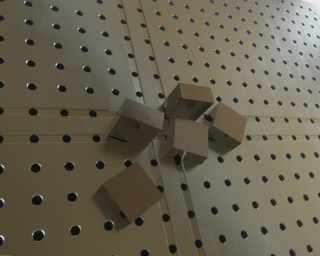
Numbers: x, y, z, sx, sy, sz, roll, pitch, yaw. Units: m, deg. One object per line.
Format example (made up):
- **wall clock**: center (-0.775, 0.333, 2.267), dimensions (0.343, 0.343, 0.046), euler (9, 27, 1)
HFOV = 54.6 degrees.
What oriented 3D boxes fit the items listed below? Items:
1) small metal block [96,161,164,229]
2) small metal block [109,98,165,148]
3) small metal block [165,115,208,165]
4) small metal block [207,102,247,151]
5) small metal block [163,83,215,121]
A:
- **small metal block**: center (-0.033, 0.073, 0.345), dimensions (0.050, 0.025, 0.050), euler (-32, 80, -38)
- **small metal block**: center (-0.029, -0.005, 0.379), dimensions (0.050, 0.050, 0.025), euler (21, 54, -16)
- **small metal block**: center (0.037, 0.016, 0.417), dimensions (0.050, 0.025, 0.050), euler (18, 55, -18)
- **small metal block**: center (0.098, -0.003, 0.462), dimensions (0.050, 0.025, 0.050), euler (31, 52, -8)
- **small metal block**: center (0.039, -0.035, 0.434), dimensions (0.050, 0.050, 0.025), euler (5, 60, -26)
